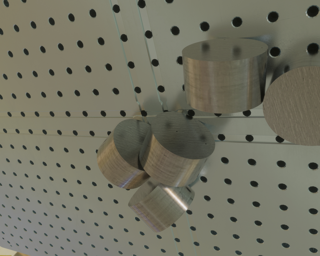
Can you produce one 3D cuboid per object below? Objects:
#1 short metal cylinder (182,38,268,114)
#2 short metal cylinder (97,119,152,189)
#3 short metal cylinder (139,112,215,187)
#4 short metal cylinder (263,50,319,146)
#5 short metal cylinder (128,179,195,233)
[{"bbox_3d":[0.064,-0.055,0.308,0.080,0.080,0.050,8,122,24],"label":"short metal cylinder"},{"bbox_3d":[-0.037,0.035,0.417,0.080,0.080,0.050,43,129,-1],"label":"short metal cylinder"},{"bbox_3d":[0.020,0.025,0.380,0.080,0.080,0.050,31,128,8],"label":"short metal cylinder"},{"bbox_3d":[0.145,-0.030,0.300,0.080,0.050,0.079,13,124,21],"label":"short metal cylinder"},{"bbox_3d":[0.002,0.098,0.435,0.050,0.080,0.080,47,129,-5],"label":"short metal cylinder"}]
